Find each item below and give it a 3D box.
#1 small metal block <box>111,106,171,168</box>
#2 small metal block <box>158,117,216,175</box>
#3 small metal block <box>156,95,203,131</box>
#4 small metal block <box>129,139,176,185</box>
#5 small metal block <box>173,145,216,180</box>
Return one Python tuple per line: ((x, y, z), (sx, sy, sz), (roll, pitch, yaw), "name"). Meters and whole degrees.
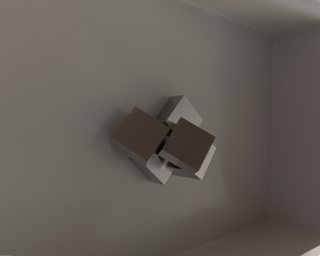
((-0.023, 0.011, 0.371), (0.050, 0.025, 0.050), (32, 65, 6), "small metal block")
((0.033, 0.023, 0.386), (0.050, 0.025, 0.050), (31, 67, 0), "small metal block")
((0.026, -0.010, 0.428), (0.050, 0.025, 0.050), (50, 60, -29), "small metal block")
((-0.004, 0.038, 0.403), (0.050, 0.025, 0.050), (50, 60, -29), "small metal block")
((0.042, 0.040, 0.425), (0.025, 0.050, 0.050), (43, 64, -32), "small metal block")
